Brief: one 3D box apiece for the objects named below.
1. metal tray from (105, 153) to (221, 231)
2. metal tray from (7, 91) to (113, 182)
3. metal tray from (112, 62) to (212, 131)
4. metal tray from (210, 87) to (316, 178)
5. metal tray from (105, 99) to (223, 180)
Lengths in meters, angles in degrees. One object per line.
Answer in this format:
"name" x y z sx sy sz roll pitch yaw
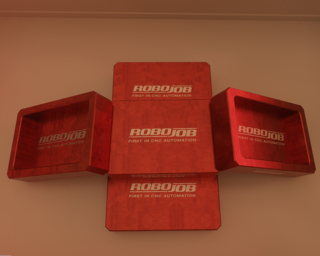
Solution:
"metal tray" 0.004 0.078 0.375 0.131 0.030 0.090 0 70 -1
"metal tray" -0.120 0.014 0.367 0.130 0.030 0.090 -9 69 28
"metal tray" 0.003 -0.043 0.420 0.131 0.030 0.090 0 70 -1
"metal tray" 0.124 0.009 0.369 0.131 0.030 0.090 9 68 -28
"metal tray" 0.004 0.013 0.368 0.131 0.030 0.090 -1 70 -1
